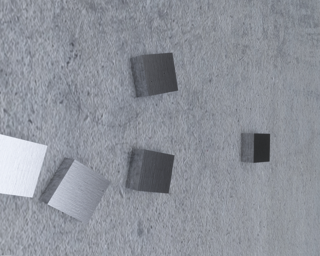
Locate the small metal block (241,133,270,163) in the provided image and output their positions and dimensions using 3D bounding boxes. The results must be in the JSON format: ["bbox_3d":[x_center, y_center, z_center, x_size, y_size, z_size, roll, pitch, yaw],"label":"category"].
[{"bbox_3d":[0.169,0.034,0.546,0.050,0.025,0.050,2,89,-40],"label":"small metal block"}]

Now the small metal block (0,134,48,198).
[{"bbox_3d":[-0.140,0.034,0.287,0.050,0.025,0.050,21,77,-38],"label":"small metal block"}]

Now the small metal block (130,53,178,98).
[{"bbox_3d":[-0.007,-0.068,0.398,0.050,0.025,0.050,-16,100,-39],"label":"small metal block"}]

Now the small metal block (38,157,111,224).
[{"bbox_3d":[-0.089,0.066,0.330,0.050,0.025,0.050,41,65,-32],"label":"small metal block"}]

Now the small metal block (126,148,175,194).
[{"bbox_3d":[-0.012,0.055,0.395,0.050,0.025,0.050,15,81,-39],"label":"small metal block"}]
